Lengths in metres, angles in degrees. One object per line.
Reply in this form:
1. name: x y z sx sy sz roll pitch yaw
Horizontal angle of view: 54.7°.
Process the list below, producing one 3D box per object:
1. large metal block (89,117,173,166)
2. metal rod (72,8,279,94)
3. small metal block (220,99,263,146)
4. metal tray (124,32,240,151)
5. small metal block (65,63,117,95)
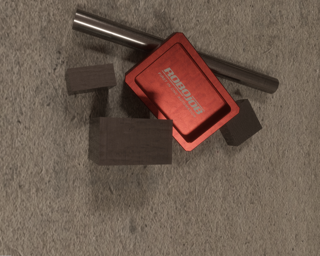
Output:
1. large metal block: -0.038 0.014 0.367 0.081 0.080 0.050 2 90 -20
2. metal rod: 0.035 -0.097 0.423 0.302 0.025 0.025 14 86 -20
3. small metal block: 0.114 -0.008 0.453 0.050 0.025 0.050 -33 101 -17
4. metal tray: 0.029 -0.045 0.399 0.090 0.030 0.130 -40 106 5
5. small metal block: -0.083 -0.057 0.366 0.050 0.050 0.025 -12 94 -20
